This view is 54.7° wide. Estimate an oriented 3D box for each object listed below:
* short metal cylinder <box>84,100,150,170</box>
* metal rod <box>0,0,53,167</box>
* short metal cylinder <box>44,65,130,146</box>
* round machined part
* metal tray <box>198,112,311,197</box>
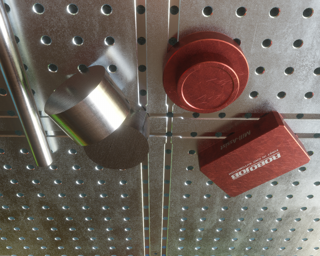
[{"bbox_3d":[-0.054,0.009,0.402,0.081,0.050,0.079,0,130,0],"label":"short metal cylinder"},{"bbox_3d":[-0.168,-0.066,0.353,0.025,0.025,0.298,0,130,0],"label":"metal rod"},{"bbox_3d":[-0.082,-0.026,0.352,0.080,0.080,0.050,-22,127,18],"label":"short metal cylinder"},{"bbox_3d":[0.052,-0.055,0.354,0.099,0.042,0.097,0,130,0],"label":"round machined part"},{"bbox_3d":[0.133,0.043,0.446,0.130,0.030,0.090,-33,123,25],"label":"metal tray"}]
